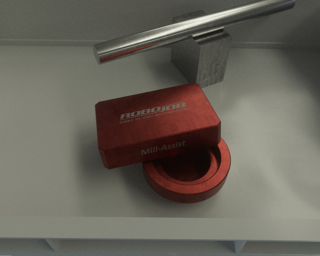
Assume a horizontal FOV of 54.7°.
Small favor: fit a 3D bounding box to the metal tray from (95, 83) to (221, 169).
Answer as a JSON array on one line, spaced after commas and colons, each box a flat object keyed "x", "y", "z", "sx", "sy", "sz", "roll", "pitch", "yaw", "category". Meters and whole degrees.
[{"x": -0.006, "y": -0.007, "z": 0.360, "sx": 0.131, "sy": 0.030, "sz": 0.090, "roll": -12, "pitch": 40, "yaw": -5, "category": "metal tray"}]

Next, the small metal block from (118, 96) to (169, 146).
[{"x": -0.022, "y": -0.010, "z": 0.413, "sx": 0.050, "sy": 0.025, "sz": 0.050, "roll": -22, "pitch": 54, "yaw": -18, "category": "small metal block"}]

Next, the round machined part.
[{"x": 0.029, "y": 0.043, "z": 0.358, "sx": 0.099, "sy": 0.042, "sz": 0.098, "roll": 0, "pitch": 50, "yaw": 0, "category": "round machined part"}]

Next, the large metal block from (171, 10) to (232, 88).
[{"x": 0.059, "y": -0.118, "z": 0.469, "sx": 0.050, "sy": 0.080, "sz": 0.080, "roll": -21, "pitch": 53, "yaw": -17, "category": "large metal block"}]

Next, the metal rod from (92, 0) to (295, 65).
[{"x": 0.058, "y": -0.139, "z": 0.418, "sx": 0.302, "sy": 0.025, "sz": 0.025, "roll": -21, "pitch": 53, "yaw": -17, "category": "metal rod"}]
